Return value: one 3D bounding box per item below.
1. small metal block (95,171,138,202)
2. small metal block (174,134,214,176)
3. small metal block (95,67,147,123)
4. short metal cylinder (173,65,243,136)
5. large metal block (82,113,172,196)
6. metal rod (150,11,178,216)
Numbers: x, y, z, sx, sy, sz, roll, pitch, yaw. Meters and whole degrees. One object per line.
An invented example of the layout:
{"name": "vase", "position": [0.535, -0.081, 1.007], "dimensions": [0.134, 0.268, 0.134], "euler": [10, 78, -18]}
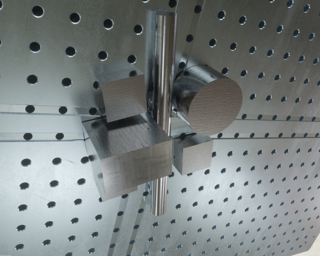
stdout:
{"name": "small metal block", "position": [-0.060, 0.066, 0.421], "dimensions": [0.050, 0.025, 0.050], "euler": [-15, 125, -21]}
{"name": "small metal block", "position": [0.050, 0.038, 0.464], "dimensions": [0.050, 0.025, 0.050], "euler": [-14, 124, -21]}
{"name": "small metal block", "position": [-0.045, -0.039, 0.364], "dimensions": [0.050, 0.025, 0.050], "euler": [-16, 125, -20]}
{"name": "short metal cylinder", "position": [0.060, -0.036, 0.406], "dimensions": [0.081, 0.050, 0.079], "euler": [-14, 125, -21]}
{"name": "large metal block", "position": [-0.040, 0.024, 0.368], "dimensions": [0.081, 0.080, 0.050], "euler": [-15, 125, -21]}
{"name": "metal rod", "position": [0.002, 0.003, 0.415], "dimensions": [0.025, 0.025, 0.298], "euler": [-12, 124, -22]}
